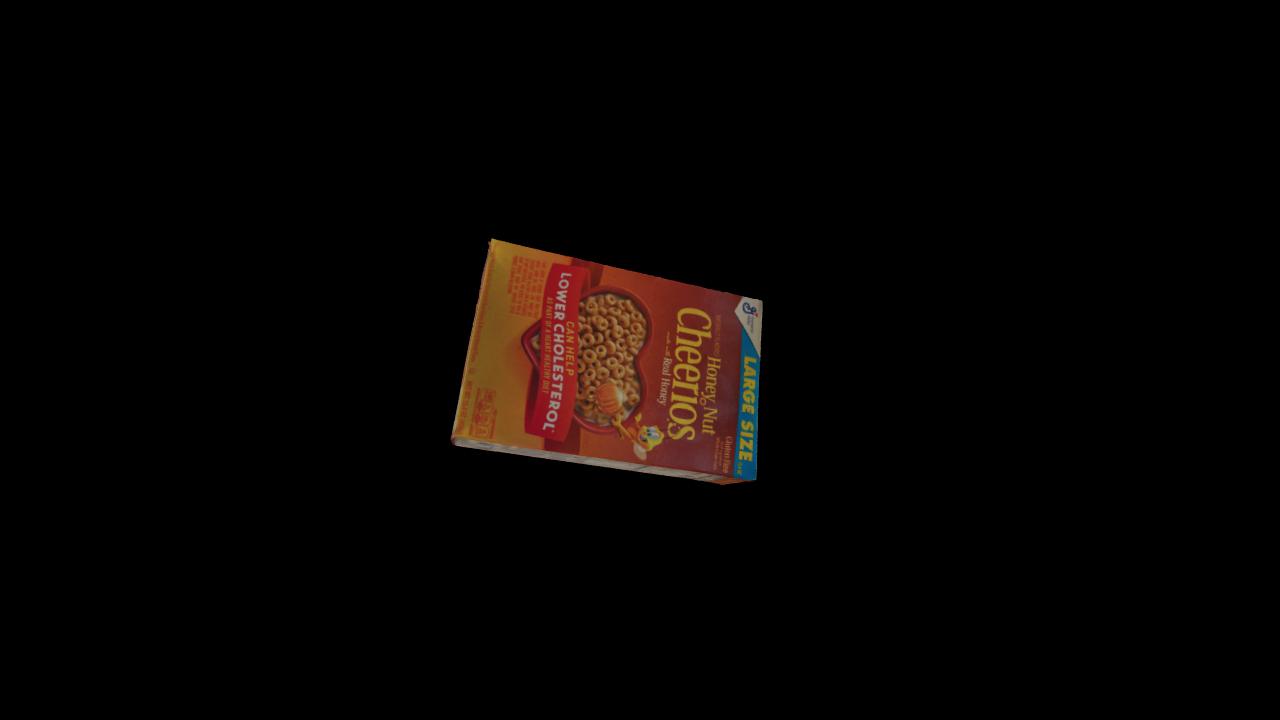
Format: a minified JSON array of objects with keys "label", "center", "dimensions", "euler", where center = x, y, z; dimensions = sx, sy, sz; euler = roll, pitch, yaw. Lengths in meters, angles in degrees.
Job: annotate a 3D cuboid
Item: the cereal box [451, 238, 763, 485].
[{"label":"cereal box","center":[-0.023,0.009,0.642],"dimensions":[0.306,0.203,0.081],"euler":[11,-18,-14]}]
